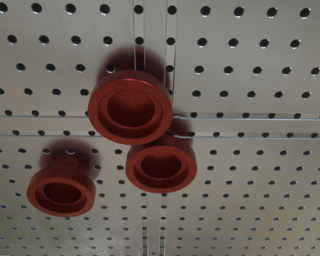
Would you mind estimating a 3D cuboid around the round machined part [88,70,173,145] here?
[{"bbox_3d":[-0.034,-0.028,0.376,0.099,0.042,0.097,-1,130,0],"label":"round machined part"}]

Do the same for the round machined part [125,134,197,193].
[{"bbox_3d":[0.002,0.046,0.440,0.099,0.042,0.097,-1,130,0],"label":"round machined part"}]

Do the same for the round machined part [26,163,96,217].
[{"bbox_3d":[-0.148,0.092,0.477,0.099,0.042,0.097,-1,130,0],"label":"round machined part"}]
